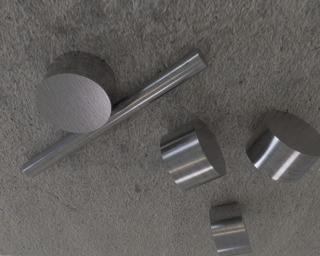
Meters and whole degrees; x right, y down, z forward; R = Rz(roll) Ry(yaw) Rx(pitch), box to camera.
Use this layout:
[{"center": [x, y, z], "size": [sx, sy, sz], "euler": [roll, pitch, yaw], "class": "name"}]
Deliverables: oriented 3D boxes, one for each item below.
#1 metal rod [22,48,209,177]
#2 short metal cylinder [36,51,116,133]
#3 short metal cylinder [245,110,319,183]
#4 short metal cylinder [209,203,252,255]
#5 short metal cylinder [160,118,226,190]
[{"center": [-0.072, -0.008, 0.399], "size": [0.300, 0.025, 0.025], "euler": [-30, 124, 23], "class": "metal rod"}, {"center": [-0.094, -0.041, 0.355], "size": [0.081, 0.050, 0.079], "euler": [0, 130, 0], "class": "short metal cylinder"}, {"center": [0.157, 0.022, 0.392], "size": [0.081, 0.080, 0.050], "euler": [14, 129, -12], "class": "short metal cylinder"}, {"center": [0.117, 0.170, 0.517], "size": [0.050, 0.080, 0.080], "euler": [-15, 129, 12], "class": "short metal cylinder"}, {"center": [0.044, 0.034, 0.400], "size": [0.050, 0.080, 0.080], "euler": [-28, 125, 22], "class": "short metal cylinder"}]
